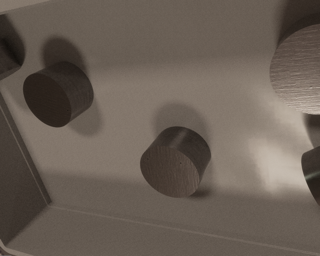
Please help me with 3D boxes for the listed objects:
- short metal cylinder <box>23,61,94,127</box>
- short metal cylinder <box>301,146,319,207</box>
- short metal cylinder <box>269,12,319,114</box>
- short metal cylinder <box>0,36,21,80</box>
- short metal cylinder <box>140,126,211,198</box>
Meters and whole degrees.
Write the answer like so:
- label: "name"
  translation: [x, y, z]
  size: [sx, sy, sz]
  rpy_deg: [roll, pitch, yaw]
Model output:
- label: "short metal cylinder"
  translation: [-0.142, -0.048, 0.436]
  size: [0.080, 0.050, 0.079]
  rpy_deg: [13, 124, 20]
- label: "short metal cylinder"
  translation: [0.187, 0.050, 0.305]
  size: [0.080, 0.080, 0.050]
  rpy_deg: [48, 128, -6]
- label: "short metal cylinder"
  translation: [0.145, -0.059, 0.280]
  size: [0.080, 0.050, 0.079]
  rpy_deg: [13, 124, 20]
- label: "short metal cylinder"
  translation: [-0.253, -0.091, 0.447]
  size: [0.080, 0.080, 0.050]
  rpy_deg: [-18, 109, 35]
- label: "short metal cylinder"
  translation: [0.021, 0.045, 0.408]
  size: [0.080, 0.050, 0.079]
  rpy_deg: [13, 124, 20]
